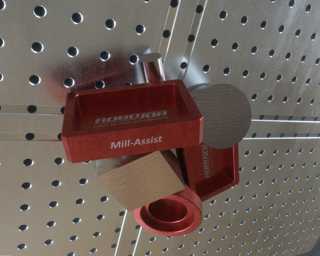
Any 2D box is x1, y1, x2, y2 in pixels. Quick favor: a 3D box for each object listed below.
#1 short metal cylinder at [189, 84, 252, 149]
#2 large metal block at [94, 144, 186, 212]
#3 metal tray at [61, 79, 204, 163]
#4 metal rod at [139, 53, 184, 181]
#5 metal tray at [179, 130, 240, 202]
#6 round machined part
[{"bbox_3d":[0.069,-0.016,0.399,0.081,0.050,0.079,-1,95,-17],"label":"short metal cylinder"},{"bbox_3d":[-0.024,0.050,0.384,0.080,0.050,0.080,-25,130,9],"label":"large metal block"},{"bbox_3d":[-0.030,-0.012,0.322,0.131,0.090,0.030,-8,125,-8],"label":"metal tray"},{"bbox_3d":[0.015,0.038,0.438,0.025,0.025,0.298,-23,127,-15],"label":"metal rod"},{"bbox_3d":[0.075,0.051,0.476,0.091,0.030,0.129,-23,127,-15],"label":"metal tray"},{"bbox_3d":[0.012,0.112,0.454,0.099,0.042,0.097,4,128,5],"label":"round machined part"}]
